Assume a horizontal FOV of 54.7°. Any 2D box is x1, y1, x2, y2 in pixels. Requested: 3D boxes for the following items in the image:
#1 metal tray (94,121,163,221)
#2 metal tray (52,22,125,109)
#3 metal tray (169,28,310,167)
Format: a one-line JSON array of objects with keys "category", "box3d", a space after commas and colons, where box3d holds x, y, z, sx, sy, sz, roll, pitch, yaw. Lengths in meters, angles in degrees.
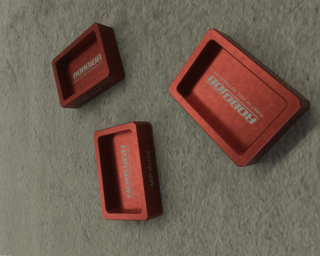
[{"category": "metal tray", "box3d": [-0.048, 0.062, 0.438, 0.090, 0.030, 0.129, -13, 82, 39]}, {"category": "metal tray", "box3d": [-0.119, -0.095, 0.497, 0.130, 0.030, 0.090, -25, 75, 37]}, {"category": "metal tray", "box3d": [0.078, -0.034, 0.336, 0.130, 0.030, 0.090, 50, 119, 28]}]
